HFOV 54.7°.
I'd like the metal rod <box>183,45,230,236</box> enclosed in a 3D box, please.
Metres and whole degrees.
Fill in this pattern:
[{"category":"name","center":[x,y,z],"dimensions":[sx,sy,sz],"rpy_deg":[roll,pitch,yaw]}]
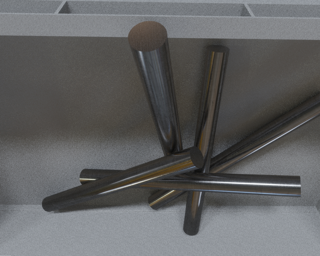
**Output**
[{"category":"metal rod","center":[0.057,0.038,0.418],"dimensions":[0.025,0.025,0.298],"rpy_deg":[2,123,-2]}]

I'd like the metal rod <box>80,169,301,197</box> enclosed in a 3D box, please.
[{"category":"metal rod","center":[0.025,0.072,0.418],"dimensions":[0.301,0.025,0.025],"rpy_deg":[-1,132,21]}]

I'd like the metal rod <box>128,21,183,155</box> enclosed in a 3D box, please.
[{"category":"metal rod","center":[0.009,0.003,0.331],"dimensions":[0.025,0.025,0.299],"rpy_deg":[-6,155,5]}]

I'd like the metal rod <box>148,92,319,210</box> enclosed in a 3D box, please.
[{"category":"metal rod","center":[0.097,0.045,0.447],"dimensions":[0.299,0.025,0.025],"rpy_deg":[-36,122,26]}]

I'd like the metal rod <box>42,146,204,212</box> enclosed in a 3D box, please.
[{"category":"metal rod","center":[-0.071,0.079,0.422],"dimensions":[0.299,0.025,0.025],"rpy_deg":[-23,128,36]}]
